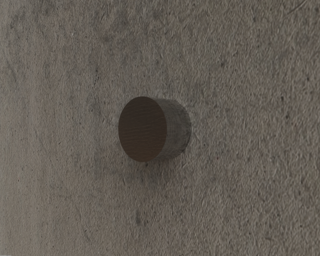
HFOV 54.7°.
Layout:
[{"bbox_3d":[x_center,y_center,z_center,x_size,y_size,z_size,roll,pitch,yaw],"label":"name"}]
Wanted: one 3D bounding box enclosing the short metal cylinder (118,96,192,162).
[{"bbox_3d":[-0.007,0.001,0.394,0.080,0.050,0.079,0,90,39],"label":"short metal cylinder"}]
